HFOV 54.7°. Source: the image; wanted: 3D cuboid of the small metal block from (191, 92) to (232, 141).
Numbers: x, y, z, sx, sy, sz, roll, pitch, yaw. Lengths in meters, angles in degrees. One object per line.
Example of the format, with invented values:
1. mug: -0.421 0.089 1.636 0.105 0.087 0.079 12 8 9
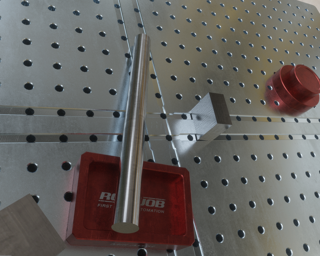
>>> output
1. small metal block: 0.072 -0.015 0.442 0.025 0.050 0.050 5 60 -26

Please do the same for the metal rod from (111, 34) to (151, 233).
1. metal rod: -0.029 -0.022 0.379 0.025 0.025 0.300 18 46 -18

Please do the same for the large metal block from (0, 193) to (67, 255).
1. large metal block: -0.128 0.105 0.240 0.081 0.080 0.050 -32 80 -38

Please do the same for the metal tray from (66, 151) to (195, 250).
1. metal tray: -0.028 0.082 0.340 0.131 0.030 0.090 12 57 -22

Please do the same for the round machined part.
1. round machined part: 0.271 -0.084 0.598 0.099 0.042 0.098 14 56 -21
